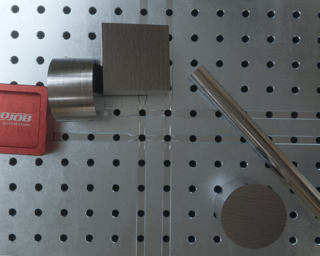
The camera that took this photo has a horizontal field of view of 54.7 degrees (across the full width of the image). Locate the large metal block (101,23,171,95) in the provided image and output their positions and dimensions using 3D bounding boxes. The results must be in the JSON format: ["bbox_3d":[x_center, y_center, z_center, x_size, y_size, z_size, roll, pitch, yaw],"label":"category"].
[{"bbox_3d":[-0.032,-0.084,0.393,0.081,0.050,0.079,-2,90,-12],"label":"large metal block"}]

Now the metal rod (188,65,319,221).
[{"bbox_3d":[0.149,0.034,0.415,0.025,0.025,0.300,-43,91,0],"label":"metal rod"}]

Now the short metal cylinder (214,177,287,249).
[{"bbox_3d":[0.115,0.108,0.403,0.081,0.050,0.079,0,90,-1],"label":"short metal cylinder"}]

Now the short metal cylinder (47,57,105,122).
[{"bbox_3d":[-0.101,-0.047,0.385,0.050,0.080,0.079,-2,90,0],"label":"short metal cylinder"}]

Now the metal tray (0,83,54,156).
[{"bbox_3d":[-0.209,-0.013,0.408,0.131,0.030,0.089,4,90,-1],"label":"metal tray"}]
